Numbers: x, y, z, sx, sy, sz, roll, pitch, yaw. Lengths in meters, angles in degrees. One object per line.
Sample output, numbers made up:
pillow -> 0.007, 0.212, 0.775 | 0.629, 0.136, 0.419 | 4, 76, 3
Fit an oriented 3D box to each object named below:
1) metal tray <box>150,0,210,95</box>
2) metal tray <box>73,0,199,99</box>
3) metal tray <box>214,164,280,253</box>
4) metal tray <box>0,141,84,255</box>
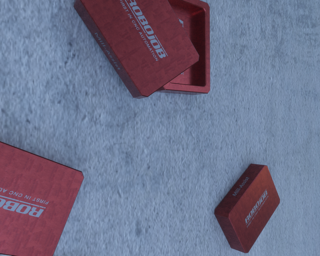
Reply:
metal tray -> 0.028, -0.113, 0.426 | 0.091, 0.030, 0.129 | -1, 91, -40
metal tray -> -0.024, -0.110, 0.357 | 0.090, 0.030, 0.130 | -38, 105, -19
metal tray -> 0.155, 0.135, 0.535 | 0.131, 0.030, 0.090 | -41, 115, -33
metal tray -> -0.145, 0.061, 0.281 | 0.131, 0.030, 0.090 | 30, 71, -36
